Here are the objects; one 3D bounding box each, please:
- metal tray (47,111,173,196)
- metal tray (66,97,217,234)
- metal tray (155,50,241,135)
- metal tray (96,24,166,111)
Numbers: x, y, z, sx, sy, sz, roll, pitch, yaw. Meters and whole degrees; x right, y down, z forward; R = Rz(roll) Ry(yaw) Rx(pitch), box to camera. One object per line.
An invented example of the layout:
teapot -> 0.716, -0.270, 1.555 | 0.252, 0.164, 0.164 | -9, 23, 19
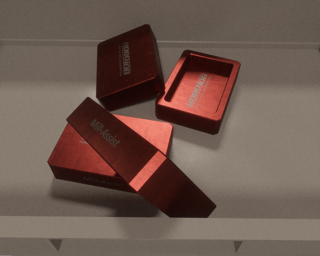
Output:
metal tray -> -0.056, 0.027, 0.378 | 0.131, 0.030, 0.090 | 9, 50, 7
metal tray -> -0.020, 0.028, 0.270 | 0.030, 0.090, 0.130 | -49, 41, -7
metal tray -> 0.058, -0.057, 0.450 | 0.090, 0.030, 0.130 | 17, 52, 13
metal tray -> -0.046, -0.093, 0.458 | 0.090, 0.030, 0.130 | -19, 48, 11
